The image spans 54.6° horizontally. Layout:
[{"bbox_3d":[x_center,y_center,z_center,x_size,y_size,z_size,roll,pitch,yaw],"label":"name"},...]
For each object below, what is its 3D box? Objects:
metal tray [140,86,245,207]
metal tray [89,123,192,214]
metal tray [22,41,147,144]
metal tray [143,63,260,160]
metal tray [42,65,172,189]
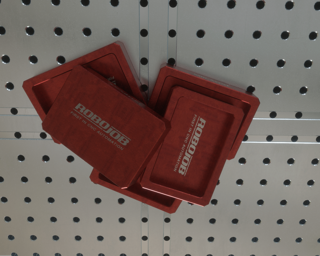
[{"bbox_3d":[0.037,0.022,0.386,0.090,0.030,0.129,19,97,-7],"label":"metal tray"},{"bbox_3d":[-0.019,0.055,0.431,0.131,0.030,0.090,25,108,-9],"label":"metal tray"},{"bbox_3d":[-0.092,-0.044,0.394,0.130,0.030,0.090,-21,109,8],"label":"metal tray"},{"bbox_3d":[0.049,-0.020,0.402,0.131,0.030,0.089,18,109,-6],"label":"metal tray"},{"bbox_3d":[-0.064,-0.003,0.366,0.130,0.030,0.090,34,100,11],"label":"metal tray"}]
